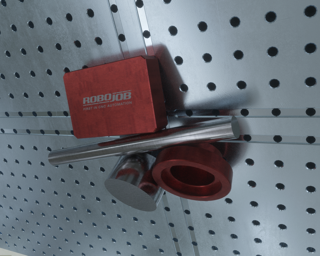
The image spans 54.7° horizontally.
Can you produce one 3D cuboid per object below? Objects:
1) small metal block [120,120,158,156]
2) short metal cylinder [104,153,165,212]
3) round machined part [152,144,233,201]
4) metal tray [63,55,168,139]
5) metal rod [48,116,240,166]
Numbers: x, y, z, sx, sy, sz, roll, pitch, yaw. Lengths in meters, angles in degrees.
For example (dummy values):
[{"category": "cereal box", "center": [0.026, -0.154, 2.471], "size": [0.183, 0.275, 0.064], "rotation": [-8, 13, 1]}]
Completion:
[{"category": "small metal block", "center": [-0.029, 0.014, 0.445], "size": [0.050, 0.025, 0.050], "rotation": [17, 125, 18]}, {"category": "short metal cylinder", "center": [-0.031, 0.076, 0.441], "size": [0.080, 0.050, 0.080], "rotation": [19, 145, 14]}, {"category": "round machined part", "center": [0.043, 0.051, 0.393], "size": [0.098, 0.042, 0.097], "rotation": [11, 143, 9]}, {"category": "metal tray", "center": [-0.060, -0.036, 0.397], "size": [0.130, 0.030, 0.089], "rotation": [-5, 97, 29]}, {"category": "metal rod", "center": [-0.043, 0.023, 0.413], "size": [0.300, 0.025, 0.025], "rotation": [-11, 113, 32]}]
